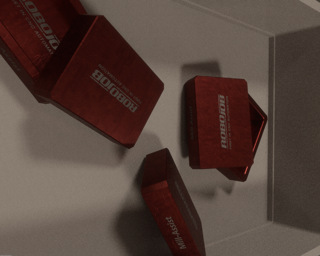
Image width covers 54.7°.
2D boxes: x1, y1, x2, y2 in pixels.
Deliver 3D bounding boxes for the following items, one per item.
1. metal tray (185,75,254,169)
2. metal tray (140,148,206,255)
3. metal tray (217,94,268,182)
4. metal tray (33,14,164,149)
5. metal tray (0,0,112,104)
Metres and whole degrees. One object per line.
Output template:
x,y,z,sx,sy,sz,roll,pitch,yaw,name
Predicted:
0.086,-0.007,0.450,0.091,0.030,0.129,0,83,-23,metal tray
0.019,0.101,0.386,0.090,0.030,0.129,-85,152,-68,metal tray
0.127,0.012,0.512,0.090,0.030,0.130,40,66,-33,metal tray
-0.054,-0.043,0.327,0.130,0.030,0.090,41,72,-52,metal tray
-0.117,-0.100,0.305,0.090,0.030,0.130,-47,118,-30,metal tray
